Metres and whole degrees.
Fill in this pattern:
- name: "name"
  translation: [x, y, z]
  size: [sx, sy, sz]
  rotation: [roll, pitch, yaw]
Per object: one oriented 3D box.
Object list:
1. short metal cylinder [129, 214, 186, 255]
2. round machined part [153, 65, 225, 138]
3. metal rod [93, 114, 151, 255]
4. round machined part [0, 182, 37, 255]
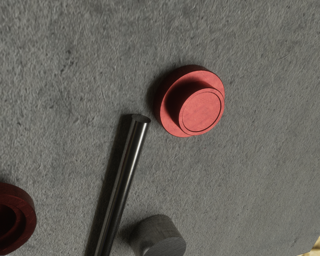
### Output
- name: "short metal cylinder"
  translation: [-0.004, 0.190, 0.508]
  size: [0.081, 0.050, 0.079]
  rotation: [-14, 125, -21]
- name: "round machined part"
  translation: [0.044, -0.029, 0.404]
  size: [0.099, 0.042, 0.097]
  rotation: [-14, 125, -21]
- name: "metal rod"
  translation: [-0.065, 0.119, 0.445]
  size: [0.025, 0.025, 0.298]
  rotation: [3, 117, -31]
- name: "round machined part"
  translation: [-0.195, 0.100, 0.352]
  size: [0.099, 0.042, 0.097]
  rotation: [-14, 125, -21]
